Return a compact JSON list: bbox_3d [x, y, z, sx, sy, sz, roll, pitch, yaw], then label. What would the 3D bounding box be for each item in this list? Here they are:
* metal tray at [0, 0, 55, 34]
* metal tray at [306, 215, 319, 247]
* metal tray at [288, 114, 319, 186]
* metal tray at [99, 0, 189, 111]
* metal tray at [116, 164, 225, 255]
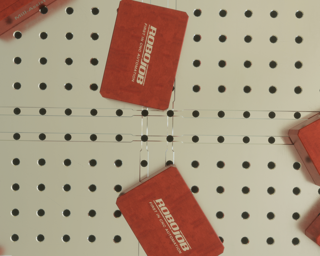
[{"bbox_3d":[-0.196,-0.194,0.409,0.130,0.030,0.090,-32,90,0],"label":"metal tray"},{"bbox_3d":[0.276,0.153,0.412,0.130,0.030,0.090,41,90,0],"label":"metal tray"},{"bbox_3d":[0.253,0.013,0.412,0.130,0.030,0.090,-29,90,0],"label":"metal tray"},{"bbox_3d":[-0.020,-0.094,0.411,0.090,0.030,0.129,13,90,0],"label":"metal tray"},{"bbox_3d":[0.013,0.125,0.411,0.090,0.030,0.130,-31,90,0],"label":"metal tray"}]
